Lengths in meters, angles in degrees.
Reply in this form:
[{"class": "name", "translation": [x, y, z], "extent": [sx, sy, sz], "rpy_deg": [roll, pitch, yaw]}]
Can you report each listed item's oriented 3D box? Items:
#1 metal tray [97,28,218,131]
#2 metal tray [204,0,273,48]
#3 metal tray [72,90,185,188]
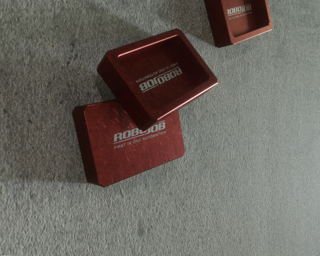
[{"class": "metal tray", "translation": [0.002, -0.063, 0.372], "extent": [0.131, 0.030, 0.090], "rpy_deg": [-33, 86, -41]}, {"class": "metal tray", "translation": [0.133, -0.192, 0.511], "extent": [0.131, 0.030, 0.089], "rpy_deg": [-28, 108, -36]}, {"class": "metal tray", "translation": [-0.031, 0.007, 0.375], "extent": [0.131, 0.030, 0.089], "rpy_deg": [-17, 101, -39]}]
